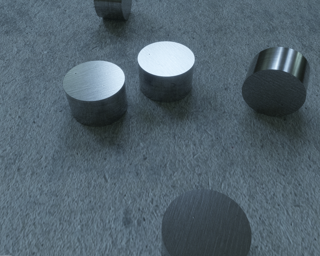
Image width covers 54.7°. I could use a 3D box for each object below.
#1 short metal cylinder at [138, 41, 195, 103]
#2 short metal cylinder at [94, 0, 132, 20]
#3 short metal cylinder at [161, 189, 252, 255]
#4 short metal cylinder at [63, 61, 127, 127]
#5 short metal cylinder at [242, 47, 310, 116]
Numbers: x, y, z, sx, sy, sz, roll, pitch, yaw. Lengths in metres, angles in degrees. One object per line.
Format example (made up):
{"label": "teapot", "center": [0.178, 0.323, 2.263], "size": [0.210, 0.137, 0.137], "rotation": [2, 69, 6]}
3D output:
{"label": "short metal cylinder", "center": [0.009, -0.083, 0.457], "size": [0.080, 0.050, 0.080], "rotation": [0, 50, 0]}
{"label": "short metal cylinder", "center": [-0.085, -0.244, 0.572], "size": [0.050, 0.080, 0.080], "rotation": [7, 51, 6]}
{"label": "short metal cylinder", "center": [0.042, 0.106, 0.298], "size": [0.080, 0.050, 0.080], "rotation": [0, 50, 0]}
{"label": "short metal cylinder", "center": [-0.087, -0.048, 0.426], "size": [0.080, 0.050, 0.080], "rotation": [0, 50, 0]}
{"label": "short metal cylinder", "center": [0.157, -0.062, 0.420], "size": [0.080, 0.080, 0.050], "rotation": [18, 52, 14]}
